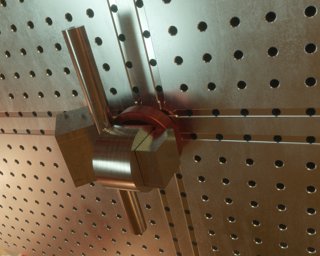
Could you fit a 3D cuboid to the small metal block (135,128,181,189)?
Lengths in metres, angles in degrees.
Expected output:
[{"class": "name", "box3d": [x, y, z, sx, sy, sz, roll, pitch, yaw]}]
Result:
[{"class": "small metal block", "box3d": [-0.001, 0.034, 0.361, 0.025, 0.050, 0.050, 1, 119, 27]}]

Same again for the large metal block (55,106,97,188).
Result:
[{"class": "large metal block", "box3d": [-0.108, 0.023, 0.437, 0.050, 0.080, 0.079, -18, 116, -9]}]

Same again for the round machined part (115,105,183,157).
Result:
[{"class": "round machined part", "box3d": [-0.015, 0.013, 0.413, 0.098, 0.042, 0.097, 13, 124, 20]}]

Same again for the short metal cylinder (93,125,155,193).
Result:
[{"class": "short metal cylinder", "box3d": [-0.036, 0.036, 0.376, 0.050, 0.080, 0.079, 1, 119, 27]}]

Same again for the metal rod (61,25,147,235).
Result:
[{"class": "metal rod", "box3d": [-0.064, 0.021, 0.402, 0.025, 0.025, 0.298, 1, 119, 27]}]
